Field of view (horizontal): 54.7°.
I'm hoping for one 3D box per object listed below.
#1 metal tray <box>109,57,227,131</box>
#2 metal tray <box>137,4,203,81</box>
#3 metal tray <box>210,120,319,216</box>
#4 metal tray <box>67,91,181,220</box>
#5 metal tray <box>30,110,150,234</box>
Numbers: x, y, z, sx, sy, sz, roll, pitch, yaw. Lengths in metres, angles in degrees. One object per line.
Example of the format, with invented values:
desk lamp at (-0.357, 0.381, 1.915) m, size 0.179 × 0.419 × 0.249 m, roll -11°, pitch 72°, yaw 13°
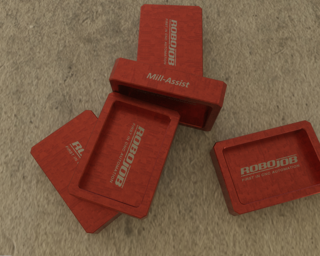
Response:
metal tray at (0.009, -0.038, 0.387) m, size 0.131 × 0.090 × 0.030 m, roll 14°, pitch 71°, yaw 4°
metal tray at (0.015, -0.116, 0.448) m, size 0.091 × 0.030 × 0.130 m, roll 2°, pitch 70°, yaw 0°
metal tray at (0.139, 0.049, 0.389) m, size 0.131 × 0.030 × 0.090 m, roll -14°, pitch 71°, yaw -6°
metal tray at (-0.038, 0.030, 0.361) m, size 0.090 × 0.030 × 0.130 m, roll 18°, pitch 70°, yaw 6°
metal tray at (-0.085, 0.052, 0.385) m, size 0.090 × 0.030 × 0.130 m, roll -37°, pitch 75°, yaw -13°
